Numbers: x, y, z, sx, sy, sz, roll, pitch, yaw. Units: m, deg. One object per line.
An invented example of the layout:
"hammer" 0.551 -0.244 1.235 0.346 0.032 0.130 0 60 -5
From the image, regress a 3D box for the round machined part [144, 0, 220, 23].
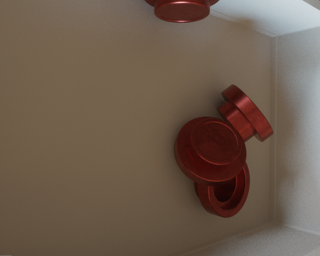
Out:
"round machined part" 0.027 -0.161 0.381 0.099 0.098 0.042 1 90 -40

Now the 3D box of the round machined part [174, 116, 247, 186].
"round machined part" 0.071 0.026 0.421 0.099 0.042 0.098 4 61 -8

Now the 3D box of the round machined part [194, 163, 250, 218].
"round machined part" 0.090 0.083 0.471 0.099 0.042 0.097 0 90 -40

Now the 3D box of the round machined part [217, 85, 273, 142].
"round machined part" 0.124 -0.016 0.476 0.042 0.098 0.098 -39 120 7
